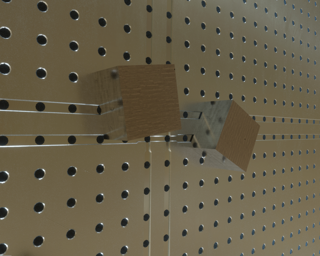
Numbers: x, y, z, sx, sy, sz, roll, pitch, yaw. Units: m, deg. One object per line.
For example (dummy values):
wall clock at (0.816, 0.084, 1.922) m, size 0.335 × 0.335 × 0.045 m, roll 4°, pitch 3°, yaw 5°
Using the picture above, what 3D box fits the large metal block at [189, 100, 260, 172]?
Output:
large metal block at (0.101, 0.013, 0.477) m, size 0.080 × 0.050 × 0.080 m, roll 35°, pitch 68°, yaw -34°

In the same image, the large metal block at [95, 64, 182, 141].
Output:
large metal block at (-0.025, -0.032, 0.371) m, size 0.081 × 0.050 × 0.080 m, roll -11°, pitch 97°, yaw -39°
